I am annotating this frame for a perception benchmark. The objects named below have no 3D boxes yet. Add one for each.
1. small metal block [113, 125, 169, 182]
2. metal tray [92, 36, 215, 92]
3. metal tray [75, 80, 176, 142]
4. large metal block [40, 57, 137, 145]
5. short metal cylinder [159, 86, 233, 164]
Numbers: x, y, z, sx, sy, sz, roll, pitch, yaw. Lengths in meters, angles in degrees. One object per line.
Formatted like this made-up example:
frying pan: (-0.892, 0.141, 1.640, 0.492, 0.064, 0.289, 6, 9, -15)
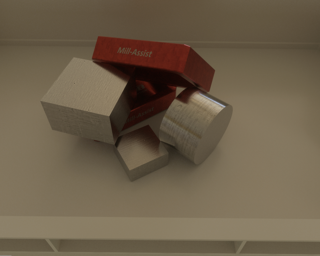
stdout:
small metal block: (-0.024, 0.030, 0.378, 0.050, 0.025, 0.050, -23, 54, -19)
metal tray: (-0.008, -0.080, 0.390, 0.130, 0.090, 0.030, 15, 89, 30)
metal tray: (-0.054, -0.045, 0.436, 0.131, 0.030, 0.090, -27, 55, -22)
large metal block: (-0.080, -0.034, 0.373, 0.080, 0.050, 0.080, 13, 51, 10)
short metal cylinder: (0.044, -0.004, 0.372, 0.050, 0.080, 0.080, 32, 57, 24)
